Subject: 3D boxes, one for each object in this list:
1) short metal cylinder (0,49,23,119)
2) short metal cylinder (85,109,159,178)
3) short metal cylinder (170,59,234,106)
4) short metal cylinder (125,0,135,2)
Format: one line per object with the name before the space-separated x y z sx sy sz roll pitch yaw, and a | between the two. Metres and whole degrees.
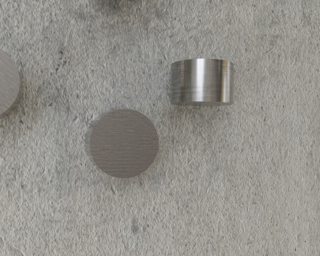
short metal cylinder | -0.190 -0.047 0.326 0.081 0.050 0.080 0 90 -20
short metal cylinder | -0.048 0.018 0.378 0.081 0.050 0.080 0 90 -20
short metal cylinder | 0.054 -0.056 0.399 0.081 0.080 0.050 1 90 -20
short metal cylinder | -0.047 -0.195 0.362 0.050 0.080 0.080 9 87 -20
